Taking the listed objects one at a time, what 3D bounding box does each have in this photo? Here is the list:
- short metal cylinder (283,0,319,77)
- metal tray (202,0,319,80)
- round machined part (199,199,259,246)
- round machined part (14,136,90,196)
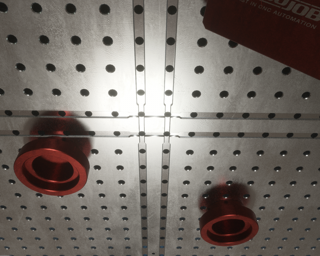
[{"bbox_3d":[0.168,-0.094,0.298,0.080,0.080,0.050,-27,126,20],"label":"short metal cylinder"},{"bbox_3d":[0.106,-0.109,0.265,0.130,0.030,0.089,34,135,26],"label":"metal tray"},{"bbox_3d":[0.118,0.162,0.541,0.099,0.042,0.097,-1,130,0],"label":"round machined part"},{"bbox_3d":[-0.150,0.050,0.441,0.099,0.042,0.097,-1,130,0],"label":"round machined part"}]
